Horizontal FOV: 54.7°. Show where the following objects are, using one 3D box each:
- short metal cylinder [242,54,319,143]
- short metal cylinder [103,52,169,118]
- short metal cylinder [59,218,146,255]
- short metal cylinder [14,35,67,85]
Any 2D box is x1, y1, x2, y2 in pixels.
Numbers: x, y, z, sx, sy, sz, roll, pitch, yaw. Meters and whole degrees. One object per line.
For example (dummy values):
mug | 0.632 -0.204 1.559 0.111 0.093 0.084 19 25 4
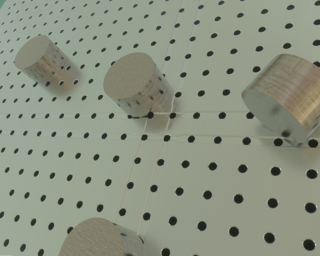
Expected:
short metal cylinder | 0.133 -0.030 0.321 0.050 0.080 0.080 -47 51 -4
short metal cylinder | -0.034 -0.062 0.448 0.080 0.050 0.080 -13 56 21
short metal cylinder | -0.062 0.144 0.337 0.080 0.050 0.080 -13 56 21
short metal cylinder | -0.227 -0.130 0.591 0.080 0.050 0.080 -13 56 21
